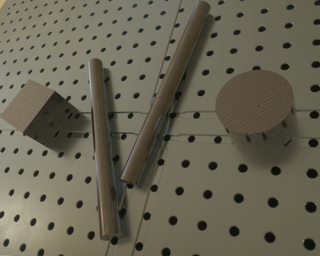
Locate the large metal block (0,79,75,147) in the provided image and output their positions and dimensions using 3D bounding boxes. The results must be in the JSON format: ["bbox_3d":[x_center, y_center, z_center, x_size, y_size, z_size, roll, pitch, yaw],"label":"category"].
[{"bbox_3d":[-0.204,-0.026,0.516,0.080,0.050,0.080,24,74,36],"label":"large metal block"}]

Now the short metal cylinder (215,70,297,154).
[{"bbox_3d":[0.108,-0.018,0.346,0.080,0.050,0.080,-13,56,21],"label":"short metal cylinder"}]

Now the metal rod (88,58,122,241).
[{"bbox_3d":[-0.084,0.008,0.447,0.025,0.025,0.299,-23,53,14],"label":"metal rod"}]

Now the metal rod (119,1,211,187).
[{"bbox_3d":[0.014,-0.061,0.438,0.025,0.025,0.300,9,66,32],"label":"metal rod"}]
